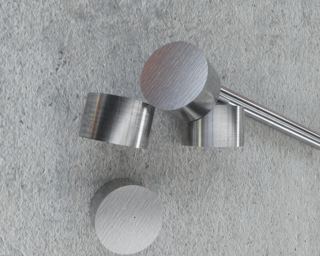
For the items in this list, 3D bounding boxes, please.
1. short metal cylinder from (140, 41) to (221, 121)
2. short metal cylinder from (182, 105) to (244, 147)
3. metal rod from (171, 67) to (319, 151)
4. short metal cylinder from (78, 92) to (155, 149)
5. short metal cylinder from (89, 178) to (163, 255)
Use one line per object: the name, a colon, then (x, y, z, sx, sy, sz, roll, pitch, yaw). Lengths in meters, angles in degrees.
short metal cylinder: (0.025, -0.052, 0.360, 0.050, 0.080, 0.080, 27, 78, -61)
short metal cylinder: (0.069, -0.002, 0.405, 0.081, 0.080, 0.050, 1, 90, -20)
metal rod: (0.135, -0.027, 0.458, 0.302, 0.025, 0.025, 22, 83, -19)
short metal cylinder: (-0.050, -0.007, 0.361, 0.081, 0.080, 0.050, 12, 86, -20)
short metal cylinder: (-0.043, 0.105, 0.380, 0.081, 0.050, 0.079, 0, 90, -20)
